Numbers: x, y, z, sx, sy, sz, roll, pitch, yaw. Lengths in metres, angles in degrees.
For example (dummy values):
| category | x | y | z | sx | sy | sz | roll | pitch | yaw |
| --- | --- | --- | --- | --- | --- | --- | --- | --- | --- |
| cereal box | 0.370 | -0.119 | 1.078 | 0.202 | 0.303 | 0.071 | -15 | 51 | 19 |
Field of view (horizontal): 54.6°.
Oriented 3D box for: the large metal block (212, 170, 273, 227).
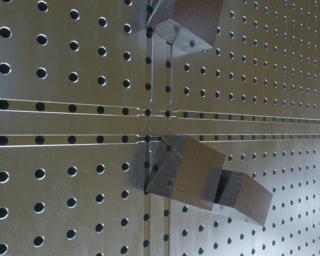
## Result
| category | x | y | z | sx | sy | sz | roll | pitch | yaw |
| --- | --- | --- | --- | --- | --- | --- | --- | --- | --- |
| large metal block | 0.106 | 0.101 | 0.461 | 0.080 | 0.080 | 0.050 | 36 | 68 | -34 |

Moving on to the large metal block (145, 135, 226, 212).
| category | x | y | z | sx | sy | sz | roll | pitch | yaw |
| --- | --- | --- | --- | --- | --- | --- | --- | --- | --- |
| large metal block | 0.036 | 0.061 | 0.422 | 0.080 | 0.050 | 0.080 | 27 | 73 | -37 |

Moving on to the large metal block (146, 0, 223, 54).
| category | x | y | z | sx | sy | sz | roll | pitch | yaw |
| --- | --- | --- | --- | --- | --- | --- | --- | --- | --- |
| large metal block | 0.036 | -0.158 | 0.421 | 0.080 | 0.050 | 0.080 | 21 | 77 | -38 |
